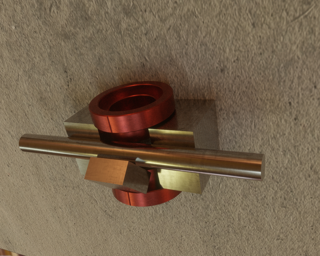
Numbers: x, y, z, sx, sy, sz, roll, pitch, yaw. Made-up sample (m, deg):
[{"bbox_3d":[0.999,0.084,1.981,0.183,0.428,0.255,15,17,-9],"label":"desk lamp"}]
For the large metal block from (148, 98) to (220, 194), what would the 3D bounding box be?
[{"bbox_3d":[0.034,0.018,0.366,0.050,0.080,0.079,4,120,26],"label":"large metal block"}]

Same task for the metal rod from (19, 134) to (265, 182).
[{"bbox_3d":[-0.042,0.028,0.344,0.301,0.025,0.025,3,120,26],"label":"metal rod"}]

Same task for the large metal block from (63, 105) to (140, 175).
[{"bbox_3d":[-0.073,0.010,0.418,0.050,0.080,0.079,4,120,26],"label":"large metal block"}]

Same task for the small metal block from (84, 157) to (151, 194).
[{"bbox_3d":[-0.046,0.053,0.344,0.050,0.025,0.050,3,160,29],"label":"small metal block"}]

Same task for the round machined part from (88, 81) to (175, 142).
[{"bbox_3d":[-0.030,-0.018,0.366,0.098,0.098,0.042,4,121,26],"label":"round machined part"}]

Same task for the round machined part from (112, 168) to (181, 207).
[{"bbox_3d":[-0.017,0.055,0.404,0.098,0.098,0.042,5,115,26],"label":"round machined part"}]
